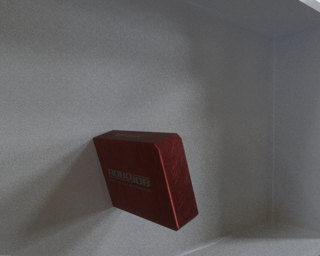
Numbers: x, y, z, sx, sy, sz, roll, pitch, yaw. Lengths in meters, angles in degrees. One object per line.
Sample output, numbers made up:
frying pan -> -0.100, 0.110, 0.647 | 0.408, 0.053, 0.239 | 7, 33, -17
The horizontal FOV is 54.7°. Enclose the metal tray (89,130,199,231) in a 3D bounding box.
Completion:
metal tray -> -0.023, 0.050, 0.339 | 0.030, 0.130, 0.089 | -24, 106, -38
